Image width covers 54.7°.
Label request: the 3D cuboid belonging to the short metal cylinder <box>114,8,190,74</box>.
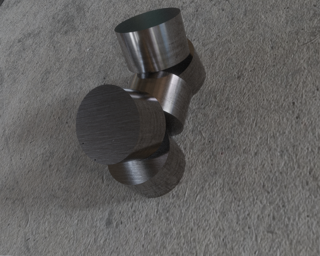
[{"bbox_3d":[-0.009,-0.107,0.376,0.080,0.050,0.080,-13,32,9],"label":"short metal cylinder"}]

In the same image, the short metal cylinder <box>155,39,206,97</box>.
[{"bbox_3d":[0.018,-0.080,0.430,0.080,0.050,0.080,-13,56,21],"label":"short metal cylinder"}]

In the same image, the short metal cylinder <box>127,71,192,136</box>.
[{"bbox_3d":[-0.004,-0.030,0.391,0.080,0.080,0.050,2,63,29],"label":"short metal cylinder"}]

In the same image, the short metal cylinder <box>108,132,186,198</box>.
[{"bbox_3d":[-0.015,0.039,0.374,0.080,0.050,0.080,-13,56,21],"label":"short metal cylinder"}]

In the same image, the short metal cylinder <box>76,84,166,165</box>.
[{"bbox_3d":[-0.041,-0.003,0.328,0.080,0.050,0.080,0,89,29],"label":"short metal cylinder"}]
